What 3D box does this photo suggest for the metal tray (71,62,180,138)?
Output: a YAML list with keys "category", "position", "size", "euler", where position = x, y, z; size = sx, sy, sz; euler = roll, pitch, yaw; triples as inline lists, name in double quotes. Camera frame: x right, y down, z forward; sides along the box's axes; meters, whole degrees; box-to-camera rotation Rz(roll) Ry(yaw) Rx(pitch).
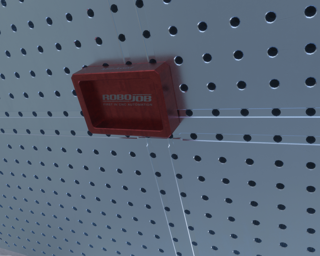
- category: "metal tray"
  position: [-0.046, -0.036, 0.408]
  size: [0.130, 0.030, 0.089]
  euler: [2, 120, 26]
